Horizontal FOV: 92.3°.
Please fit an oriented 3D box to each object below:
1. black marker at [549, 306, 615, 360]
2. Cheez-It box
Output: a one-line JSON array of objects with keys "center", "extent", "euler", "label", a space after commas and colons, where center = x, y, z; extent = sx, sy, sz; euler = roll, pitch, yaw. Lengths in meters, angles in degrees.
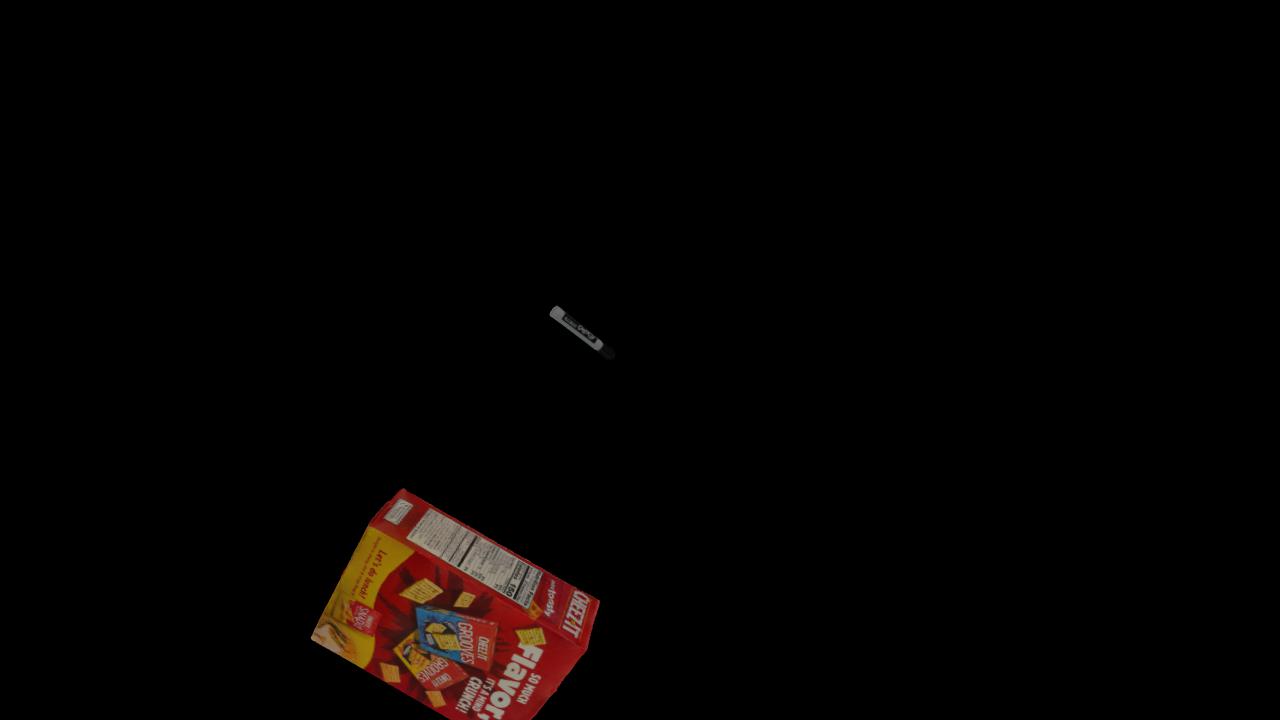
[{"center": [-0.083, -0.038, 0.920], "extent": [0.121, 0.020, 0.020], "euler": [39, -19, -26], "label": "black marker"}, {"center": [-0.174, 0.248, 0.585], "extent": [0.223, 0.166, 0.071], "euler": [32, 22, -4], "label": "Cheez-It box"}]
